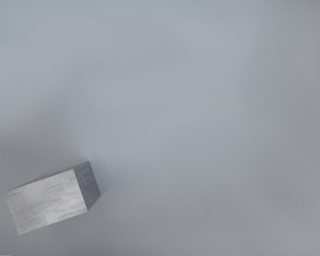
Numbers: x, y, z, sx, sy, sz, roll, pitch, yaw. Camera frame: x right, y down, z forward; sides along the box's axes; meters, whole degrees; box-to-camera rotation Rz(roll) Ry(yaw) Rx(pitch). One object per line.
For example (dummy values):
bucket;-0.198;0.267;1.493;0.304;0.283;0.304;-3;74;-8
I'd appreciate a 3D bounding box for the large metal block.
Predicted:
large metal block;-0.126;0.082;0.382;0.080;0.080;0.050;-19;90;0
